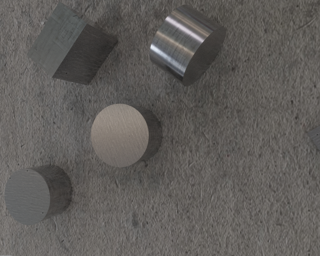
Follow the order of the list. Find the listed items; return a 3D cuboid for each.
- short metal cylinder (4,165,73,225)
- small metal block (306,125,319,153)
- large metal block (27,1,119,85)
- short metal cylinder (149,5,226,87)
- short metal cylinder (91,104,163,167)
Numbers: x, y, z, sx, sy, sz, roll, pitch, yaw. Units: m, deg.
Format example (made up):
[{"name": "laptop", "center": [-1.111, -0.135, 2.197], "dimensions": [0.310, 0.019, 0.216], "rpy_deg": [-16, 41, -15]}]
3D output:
[{"name": "short metal cylinder", "center": [-0.179, 0.097, 0.459], "dimensions": [0.080, 0.050, 0.079], "rpy_deg": [0, 90, 20]}, {"name": "small metal block", "center": [0.198, 0.013, 0.339], "dimensions": [0.050, 0.025, 0.050], "rpy_deg": [-33, 79, 17]}, {"name": "large metal block", "center": [-0.115, -0.109, 0.420], "dimensions": [0.050, 0.080, 0.080], "rpy_deg": [41, 103, 15]}, {"name": "short metal cylinder", "center": [0.033, -0.097, 0.368], "dimensions": [0.050, 0.080, 0.080], "rpy_deg": [39, 102, 16]}, {"name": "short metal cylinder", "center": [-0.043, 0.009, 0.411], "dimensions": [0.080, 0.050, 0.079], "rpy_deg": [0, 90, 20]}]
